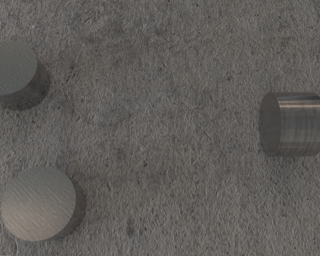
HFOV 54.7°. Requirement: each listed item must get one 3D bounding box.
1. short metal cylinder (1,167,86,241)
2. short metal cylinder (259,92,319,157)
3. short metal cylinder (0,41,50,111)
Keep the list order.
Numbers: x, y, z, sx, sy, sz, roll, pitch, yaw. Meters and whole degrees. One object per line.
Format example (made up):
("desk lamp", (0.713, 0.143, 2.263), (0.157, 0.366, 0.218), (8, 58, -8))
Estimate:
("short metal cylinder", (-0.132, 0.089, 0.361), (0.081, 0.050, 0.080), (0, 70, 0))
("short metal cylinder", (0.159, -0.005, 0.381), (0.050, 0.080, 0.080), (0, 70, 0))
("short metal cylinder", (-0.197, -0.070, 0.419), (0.081, 0.050, 0.080), (0, 70, 0))
